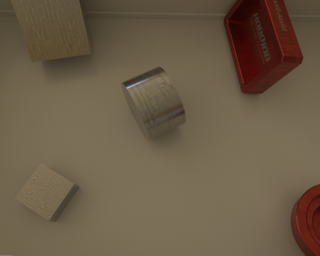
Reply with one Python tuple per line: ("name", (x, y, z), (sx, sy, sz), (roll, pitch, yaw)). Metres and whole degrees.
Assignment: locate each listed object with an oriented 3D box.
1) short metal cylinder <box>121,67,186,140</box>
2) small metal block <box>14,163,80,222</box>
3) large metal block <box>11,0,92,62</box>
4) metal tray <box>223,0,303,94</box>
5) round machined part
("short metal cylinder", (-0.009, -0.031, 0.392), (0.050, 0.080, 0.080), (-26, 72, -9))
("small metal block", (-0.137, 0.079, 0.379), (0.050, 0.025, 0.050), (29, 72, 10))
("large metal block", (-0.142, -0.141, 0.423), (0.081, 0.079, 0.050), (-9, 30, -4))
("metal tray", (0.133, -0.122, 0.418), (0.030, 0.090, 0.129), (-1, 69, -20))
("round machined part", (0.200, 0.116, 0.354), (0.099, 0.042, 0.098), (-1, 58, 2))
